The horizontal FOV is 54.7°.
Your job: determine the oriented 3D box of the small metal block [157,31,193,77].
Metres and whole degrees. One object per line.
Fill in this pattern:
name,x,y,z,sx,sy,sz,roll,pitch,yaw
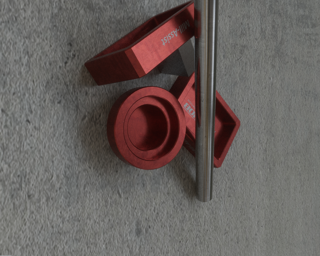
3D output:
small metal block,0.017,-0.096,0.399,0.025,0.050,0.050,-49,134,-26

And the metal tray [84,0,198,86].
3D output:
metal tray,-0.012,-0.099,0.354,0.131,0.090,0.030,-45,118,-31

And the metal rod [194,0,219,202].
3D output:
metal rod,0.056,-0.021,0.386,0.025,0.025,0.298,-33,132,-35

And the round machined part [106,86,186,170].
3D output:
round machined part,-0.020,-0.001,0.376,0.099,0.042,0.097,-3,95,-34

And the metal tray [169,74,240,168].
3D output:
metal tray,0.061,-0.013,0.457,0.130,0.030,0.090,45,63,-31
